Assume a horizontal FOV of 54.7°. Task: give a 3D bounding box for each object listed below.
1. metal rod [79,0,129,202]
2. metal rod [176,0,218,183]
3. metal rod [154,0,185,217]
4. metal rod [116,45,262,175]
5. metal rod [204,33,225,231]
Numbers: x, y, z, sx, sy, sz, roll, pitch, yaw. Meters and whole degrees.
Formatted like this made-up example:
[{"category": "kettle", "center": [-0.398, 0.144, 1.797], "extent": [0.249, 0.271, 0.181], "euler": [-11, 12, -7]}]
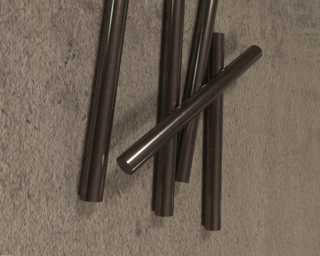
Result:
[{"category": "metal rod", "center": [-0.059, -0.068, 0.356], "extent": [0.025, 0.025, 0.298], "euler": [11, 83, -40]}, {"category": "metal rod", "center": [0.054, -0.071, 0.451], "extent": [0.025, 0.025, 0.299], "euler": [17, 79, -39]}, {"category": "metal rod", "center": [0.014, -0.034, 0.418], "extent": [0.025, 0.025, 0.298], "euler": [6, 87, -40]}, {"category": "metal rod", "center": [0.058, -0.040, 0.421], "extent": [0.302, 0.025, 0.025], "euler": [-40, 115, -33]}, {"category": "metal rod", "center": [0.084, 0.005, 0.477], "extent": [0.025, 0.025, 0.298], "euler": [2, 89, -40]}]
